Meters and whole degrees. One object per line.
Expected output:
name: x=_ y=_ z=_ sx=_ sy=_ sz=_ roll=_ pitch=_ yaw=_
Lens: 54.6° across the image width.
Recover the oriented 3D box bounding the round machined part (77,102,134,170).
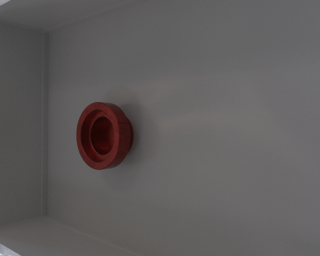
round machined part: x=-0.078 y=0.011 z=0.461 sx=0.098 sy=0.042 sz=0.097 roll=0 pitch=90 yaw=40
